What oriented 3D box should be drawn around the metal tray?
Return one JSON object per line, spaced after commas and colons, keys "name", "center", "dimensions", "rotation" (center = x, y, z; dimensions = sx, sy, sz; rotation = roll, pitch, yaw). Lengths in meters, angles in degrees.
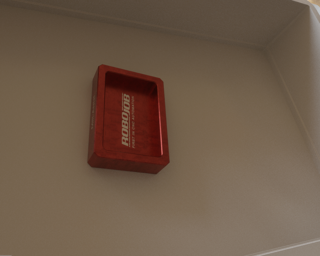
{"name": "metal tray", "center": [-0.039, -0.012, 0.388], "dimensions": [0.091, 0.030, 0.130], "rotation": [10, 57, -23]}
